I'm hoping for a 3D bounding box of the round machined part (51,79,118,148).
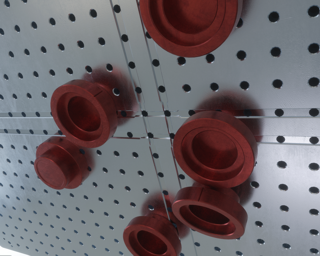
[{"bbox_3d":[-0.102,-0.024,0.440,0.098,0.042,0.097,13,124,21],"label":"round machined part"}]

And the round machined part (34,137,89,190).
[{"bbox_3d":[-0.176,0.067,0.536,0.098,0.042,0.097,13,124,21],"label":"round machined part"}]

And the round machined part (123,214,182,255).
[{"bbox_3d":[-0.009,0.184,0.520,0.098,0.042,0.097,13,124,21],"label":"round machined part"}]

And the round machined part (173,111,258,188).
[{"bbox_3d":[0.069,0.022,0.378,0.098,0.042,0.097,13,124,21],"label":"round machined part"}]

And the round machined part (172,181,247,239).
[{"bbox_3d":[0.069,0.106,0.418,0.098,0.042,0.098,17,143,14],"label":"round machined part"}]

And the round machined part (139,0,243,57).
[{"bbox_3d":[0.033,-0.124,0.307,0.098,0.042,0.097,13,124,21],"label":"round machined part"}]
